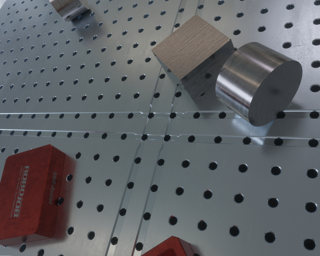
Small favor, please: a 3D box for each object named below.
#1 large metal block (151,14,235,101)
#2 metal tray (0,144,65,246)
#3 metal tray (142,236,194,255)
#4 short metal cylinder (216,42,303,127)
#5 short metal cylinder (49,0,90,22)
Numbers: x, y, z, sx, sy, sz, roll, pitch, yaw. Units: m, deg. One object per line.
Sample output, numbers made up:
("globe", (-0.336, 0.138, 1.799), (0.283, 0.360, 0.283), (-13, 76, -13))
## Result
("large metal block", (0.048, -0.098, 0.427), (0.080, 0.050, 0.080), (-38, 51, 2))
("metal tray", (-0.191, 0.095, 0.447), (0.090, 0.030, 0.130), (-16, 55, 19))
("metal tray", (0.011, 0.182, 0.287), (0.090, 0.030, 0.130), (-34, 51, 5))
("short metal cylinder", (0.110, -0.048, 0.345), (0.080, 0.080, 0.050), (-44, 51, -2))
("short metal cylinder", (-0.190, -0.268, 0.638), (0.050, 0.080, 0.080), (-28, 52, 11))
